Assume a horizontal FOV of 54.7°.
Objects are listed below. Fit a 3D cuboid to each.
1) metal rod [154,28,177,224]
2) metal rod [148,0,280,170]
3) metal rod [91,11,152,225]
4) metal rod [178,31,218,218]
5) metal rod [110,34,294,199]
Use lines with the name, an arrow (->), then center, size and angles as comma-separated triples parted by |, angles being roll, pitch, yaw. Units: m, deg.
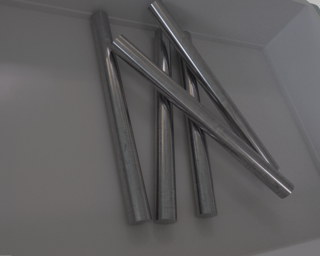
metal rod -> 0.005, -0.024, 0.422 | 0.025, 0.025, 0.299 | 13, 56, -21
metal rod -> 0.078, -0.059, 0.456 | 0.025, 0.025, 0.299 | -35, 90, -38
metal rod -> -0.055, -0.031, 0.394 | 0.025, 0.025, 0.299 | 0, 62, -28
metal rod -> 0.048, -0.025, 0.446 | 0.025, 0.025, 0.299 | 10, 57, -23
metal rod -> 0.055, -0.015, 0.410 | 0.300, 0.025, 0.025 | 41, 51, 0
